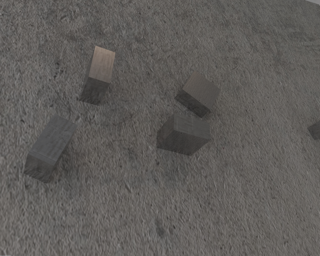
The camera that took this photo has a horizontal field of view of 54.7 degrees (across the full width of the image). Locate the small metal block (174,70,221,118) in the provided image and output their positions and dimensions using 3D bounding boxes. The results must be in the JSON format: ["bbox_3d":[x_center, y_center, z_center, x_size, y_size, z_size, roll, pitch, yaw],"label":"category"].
[{"bbox_3d":[0.057,-0.051,0.465,0.050,0.025,0.050,36,51,-4],"label":"small metal block"}]

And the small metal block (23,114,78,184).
[{"bbox_3d":[-0.111,0.022,0.314,0.025,0.050,0.050,28,52,-11],"label":"small metal block"}]

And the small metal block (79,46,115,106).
[{"bbox_3d":[-0.078,-0.064,0.384,0.025,0.050,0.050,16,55,-19],"label":"small metal block"}]

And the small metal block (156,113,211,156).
[{"bbox_3d":[0.029,0.010,0.397,0.050,0.050,0.025,16,56,-20],"label":"small metal block"}]

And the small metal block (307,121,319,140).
[{"bbox_3d":[0.303,-0.005,0.554,0.050,0.050,0.025,-12,68,-33],"label":"small metal block"}]
